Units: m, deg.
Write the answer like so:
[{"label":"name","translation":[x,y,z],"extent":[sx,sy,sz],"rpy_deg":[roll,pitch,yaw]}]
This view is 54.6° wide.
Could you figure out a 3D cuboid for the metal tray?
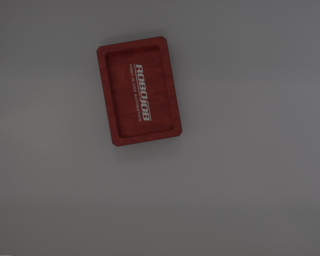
[{"label":"metal tray","translation":[-0.026,-0.047,0.408],"extent":[0.090,0.030,0.129],"rpy_deg":[-10,90,0]}]
